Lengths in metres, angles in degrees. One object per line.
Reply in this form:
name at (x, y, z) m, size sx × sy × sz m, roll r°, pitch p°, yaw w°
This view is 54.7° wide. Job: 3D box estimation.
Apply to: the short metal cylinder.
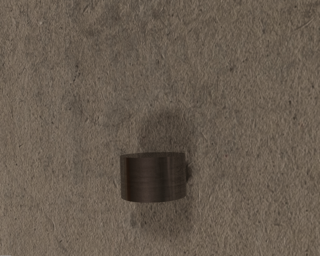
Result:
short metal cylinder at (-0.008, 0.058, 0.382) m, size 0.080 × 0.080 × 0.050 m, roll -2°, pitch 90°, yaw 19°
